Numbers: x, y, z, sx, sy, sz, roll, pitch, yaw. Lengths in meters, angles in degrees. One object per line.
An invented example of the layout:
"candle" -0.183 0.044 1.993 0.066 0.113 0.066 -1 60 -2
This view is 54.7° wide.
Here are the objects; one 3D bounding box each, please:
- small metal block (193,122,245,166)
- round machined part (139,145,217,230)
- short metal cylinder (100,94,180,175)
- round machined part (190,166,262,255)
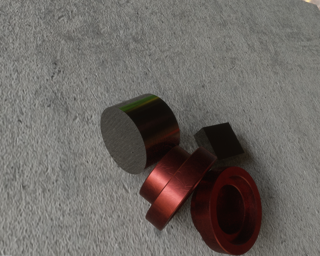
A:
"small metal block" 0.083 0.023 0.437 0.050 0.025 0.050 -11 67 -33
"round machined part" 0.015 0.058 0.334 0.042 0.097 0.099 37 50 14
"short metal cylinder" -0.024 0.006 0.353 0.050 0.080 0.080 -26 76 -37
"round machined part" 0.074 0.094 0.363 0.099 0.042 0.098 11 74 -40
